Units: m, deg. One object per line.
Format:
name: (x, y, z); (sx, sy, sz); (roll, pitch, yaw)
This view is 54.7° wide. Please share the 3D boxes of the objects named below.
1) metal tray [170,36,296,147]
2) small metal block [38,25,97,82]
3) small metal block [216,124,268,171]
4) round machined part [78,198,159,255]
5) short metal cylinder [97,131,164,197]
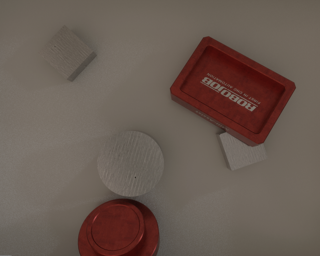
metal tray: (0.090, -0.047, 0.394); (0.130, 0.030, 0.090); (31, 82, 8)
small metal block: (-0.121, -0.098, 0.410); (0.050, 0.025, 0.050); (43, 90, -1)
small metal block: (0.108, 0.024, 0.413); (0.050, 0.025, 0.050); (-19, 90, -1)
round machined part: (-0.051, 0.128, 0.375); (0.099, 0.042, 0.098); (-2, 47, 2)
short metal cylinder: (-0.035, 0.043, 0.399); (0.081, 0.050, 0.079); (0, 90, -1)
